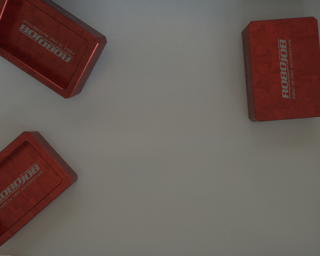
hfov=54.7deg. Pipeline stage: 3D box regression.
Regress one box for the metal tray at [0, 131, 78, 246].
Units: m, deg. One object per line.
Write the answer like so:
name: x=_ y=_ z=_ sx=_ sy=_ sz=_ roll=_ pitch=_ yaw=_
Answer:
metal tray: x=-0.188 y=0.077 z=0.406 sx=0.130 sy=0.030 sz=0.090 roll=-42 pitch=91 yaw=-1

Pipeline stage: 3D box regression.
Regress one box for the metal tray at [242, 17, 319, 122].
metal tray: x=0.162 y=-0.076 z=0.411 sx=0.091 sy=0.030 sz=0.129 roll=-5 pitch=90 yaw=-1

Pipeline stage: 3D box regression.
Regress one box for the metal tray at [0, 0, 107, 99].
metal tray: x=-0.145 y=-0.109 z=0.391 sx=0.130 sy=0.030 sz=0.090 roll=34 pitch=112 yaw=-1
